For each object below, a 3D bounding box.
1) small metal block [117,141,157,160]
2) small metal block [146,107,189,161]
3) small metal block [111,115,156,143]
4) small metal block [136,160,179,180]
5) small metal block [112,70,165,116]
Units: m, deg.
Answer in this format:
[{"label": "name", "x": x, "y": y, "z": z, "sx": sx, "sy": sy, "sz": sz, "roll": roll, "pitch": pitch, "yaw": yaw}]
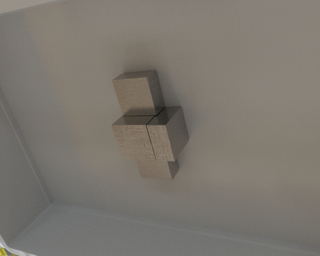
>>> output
[{"label": "small metal block", "x": -0.020, "y": 0.017, "z": 0.411, "sx": 0.050, "sy": 0.050, "sz": 0.025, "roll": 0, "pitch": 118, "yaw": 28}, {"label": "small metal block", "x": 0.011, "y": 0.007, "z": 0.388, "sx": 0.025, "sy": 0.050, "sz": 0.050, "roll": 0, "pitch": 118, "yaw": 28}, {"label": "small metal block", "x": -0.026, "y": -0.005, "z": 0.401, "sx": 0.050, "sy": 0.050, "sz": 0.025, "roll": 0, "pitch": 118, "yaw": 28}, {"label": "small metal block", "x": -0.006, "y": 0.044, "z": 0.437, "sx": 0.050, "sy": 0.025, "sz": 0.050, "roll": 0, "pitch": 119, "yaw": 28}, {"label": "small metal block", "x": -0.027, "y": -0.044, "z": 0.394, "sx": 0.050, "sy": 0.025, "sz": 0.050, "roll": 0, "pitch": 119, "yaw": 28}]
